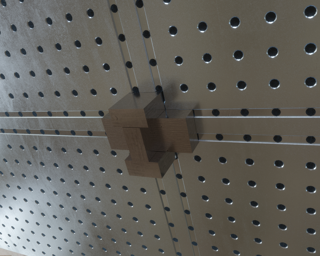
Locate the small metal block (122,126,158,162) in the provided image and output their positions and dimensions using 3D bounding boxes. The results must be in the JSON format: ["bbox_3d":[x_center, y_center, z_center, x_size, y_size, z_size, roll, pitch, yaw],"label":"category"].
[{"bbox_3d":[-0.020,0.009,0.409,0.025,0.050,0.050,1,119,27],"label":"small metal block"}]

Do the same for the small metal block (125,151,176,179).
[{"bbox_3d":[-0.012,0.042,0.426,0.050,0.050,0.025,1,119,27],"label":"small metal block"}]

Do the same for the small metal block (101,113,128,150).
[{"bbox_3d":[-0.048,0.003,0.437,0.050,0.025,0.050,1,119,27],"label":"small metal block"}]

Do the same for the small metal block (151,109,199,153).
[{"bbox_3d":[0.019,0.004,0.402,0.050,0.025,0.050,1,119,27],"label":"small metal block"}]

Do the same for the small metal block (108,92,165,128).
[{"bbox_3d":[-0.028,-0.024,0.393,0.050,0.050,0.025,1,119,27],"label":"small metal block"}]
